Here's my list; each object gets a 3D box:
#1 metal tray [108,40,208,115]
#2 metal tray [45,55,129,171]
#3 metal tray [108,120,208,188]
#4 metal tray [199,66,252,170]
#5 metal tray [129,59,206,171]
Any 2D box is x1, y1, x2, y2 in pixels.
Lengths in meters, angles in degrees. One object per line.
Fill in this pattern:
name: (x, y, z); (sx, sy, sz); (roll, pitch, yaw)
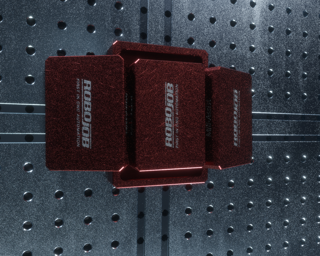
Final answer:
metal tray: (-0.001, -0.061, 0.410); (0.131, 0.030, 0.089); (0, 90, -21)
metal tray: (-0.084, -0.017, 0.360); (0.091, 0.030, 0.129); (0, 90, 5)
metal tray: (-0.001, 0.029, 0.411); (0.131, 0.030, 0.089); (0, 90, -21)
metal tray: (0.092, -0.013, 0.425); (0.091, 0.030, 0.129); (-1, 91, -47)
metal tray: (0.009, -0.015, 0.382); (0.091, 0.030, 0.129); (0, 90, -21)
